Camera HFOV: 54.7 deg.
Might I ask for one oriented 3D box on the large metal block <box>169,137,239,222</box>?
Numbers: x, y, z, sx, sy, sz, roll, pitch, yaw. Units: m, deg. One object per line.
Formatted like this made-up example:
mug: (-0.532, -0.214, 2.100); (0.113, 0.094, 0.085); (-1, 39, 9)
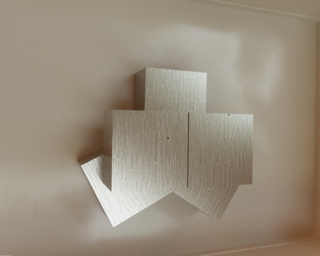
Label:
large metal block: (0.057, 0.064, 0.415); (0.080, 0.050, 0.080); (36, 79, -16)

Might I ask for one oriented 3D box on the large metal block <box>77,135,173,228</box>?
large metal block: (-0.044, 0.059, 0.379); (0.081, 0.050, 0.080); (-28, 99, -18)

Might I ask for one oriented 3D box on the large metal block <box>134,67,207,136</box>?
large metal block: (0.012, -0.031, 0.400); (0.081, 0.050, 0.080); (2, 90, -20)

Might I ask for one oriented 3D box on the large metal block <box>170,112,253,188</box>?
large metal block: (0.059, 0.024, 0.363); (0.081, 0.050, 0.080); (1, 90, -20)

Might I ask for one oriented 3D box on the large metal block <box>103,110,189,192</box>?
large metal block: (-0.017, 0.022, 0.336); (0.081, 0.050, 0.080); (1, 90, -20)
